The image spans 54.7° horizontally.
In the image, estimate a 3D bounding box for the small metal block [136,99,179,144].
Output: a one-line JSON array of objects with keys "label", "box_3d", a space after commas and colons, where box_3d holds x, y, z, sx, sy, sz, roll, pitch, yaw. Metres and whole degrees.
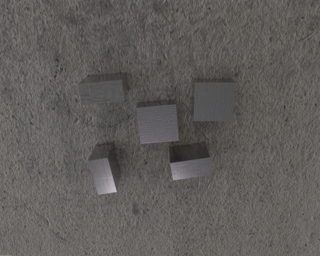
[{"label": "small metal block", "box_3d": [-0.003, -0.009, 0.406, 0.050, 0.025, 0.050, -5, 110, 1]}]

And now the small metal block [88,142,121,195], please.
[{"label": "small metal block", "box_3d": [-0.073, 0.053, 0.415, 0.025, 0.050, 0.050, -10, 110, 4]}]

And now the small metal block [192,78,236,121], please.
[{"label": "small metal block", "box_3d": [0.068, -0.036, 0.397, 0.050, 0.025, 0.050, 0, 110, 0]}]

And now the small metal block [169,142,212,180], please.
[{"label": "small metal block", "box_3d": [0.040, 0.043, 0.412, 0.050, 0.050, 0.025, -9, 110, 3]}]

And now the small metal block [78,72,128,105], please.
[{"label": "small metal block", "box_3d": [-0.067, -0.049, 0.378, 0.050, 0.050, 0.025, -6, 110, 2]}]
